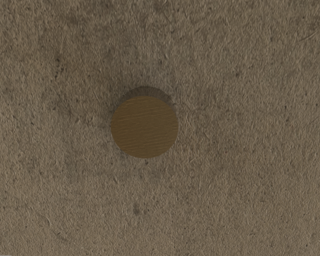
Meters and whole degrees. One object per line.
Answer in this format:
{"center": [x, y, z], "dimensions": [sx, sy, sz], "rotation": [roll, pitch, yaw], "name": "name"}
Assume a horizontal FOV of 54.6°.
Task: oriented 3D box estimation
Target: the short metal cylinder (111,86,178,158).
{"center": [-0.018, -0.008, 0.393], "dimensions": [0.080, 0.050, 0.079], "rotation": [0, 110, 0], "name": "short metal cylinder"}
